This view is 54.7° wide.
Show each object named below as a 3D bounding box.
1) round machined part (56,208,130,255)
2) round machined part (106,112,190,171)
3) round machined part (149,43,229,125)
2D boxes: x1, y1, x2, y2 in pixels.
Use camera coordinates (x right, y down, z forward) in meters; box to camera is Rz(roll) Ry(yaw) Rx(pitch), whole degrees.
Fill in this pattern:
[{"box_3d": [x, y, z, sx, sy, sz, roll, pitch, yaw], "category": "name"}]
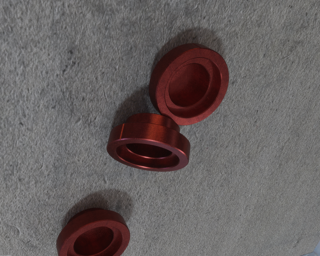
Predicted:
[{"box_3d": [-0.096, 0.153, 0.438, 0.099, 0.042, 0.097, -14, 124, -21], "category": "round machined part"}, {"box_3d": [-0.012, 0.016, 0.377, 0.099, 0.042, 0.098, 7, 153, 4], "category": "round machined part"}, {"box_3d": [0.031, -0.056, 0.378, 0.099, 0.042, 0.097, -14, 124, -21], "category": "round machined part"}]
